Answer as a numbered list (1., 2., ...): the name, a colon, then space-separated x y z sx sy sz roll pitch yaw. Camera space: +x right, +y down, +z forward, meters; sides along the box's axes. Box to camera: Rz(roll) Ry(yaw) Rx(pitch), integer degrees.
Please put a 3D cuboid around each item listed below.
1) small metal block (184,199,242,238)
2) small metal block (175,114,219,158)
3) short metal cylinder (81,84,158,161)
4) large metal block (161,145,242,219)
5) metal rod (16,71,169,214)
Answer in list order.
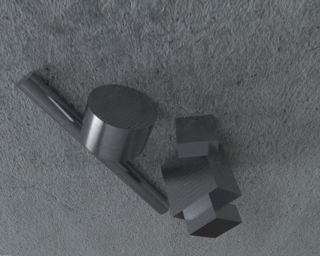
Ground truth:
1. small metal block: 0.070 0.121 0.407 0.050 0.025 0.050 20 129 -35
2. small metal block: 0.047 0.010 0.400 0.050 0.050 0.025 -6 130 4
3. short metal cylinder: -0.049 -0.007 0.364 0.081 0.080 0.050 14 129 -12
4. large metal block: 0.053 0.072 0.427 0.050 0.080 0.080 24 127 -37
5. metal rod: -0.075 0.039 0.438 0.025 0.025 0.300 -26 126 20
